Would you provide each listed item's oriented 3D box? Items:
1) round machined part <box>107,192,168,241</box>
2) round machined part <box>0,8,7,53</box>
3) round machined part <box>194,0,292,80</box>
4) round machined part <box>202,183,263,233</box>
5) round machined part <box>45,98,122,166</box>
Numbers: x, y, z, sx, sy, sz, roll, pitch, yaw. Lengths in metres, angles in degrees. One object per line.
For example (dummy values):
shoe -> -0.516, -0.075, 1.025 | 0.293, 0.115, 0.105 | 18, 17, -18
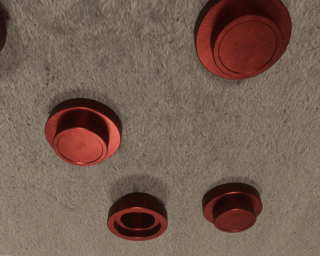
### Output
round machined part -> -0.037, 0.145, 0.519 | 0.099, 0.042, 0.097 | -1, 130, 0
round machined part -> -0.201, -0.107, 0.302 | 0.099, 0.042, 0.097 | -1, 130, 0
round machined part -> 0.086, -0.091, 0.320 | 0.099, 0.042, 0.097 | -1, 130, 0
round machined part -> 0.121, 0.138, 0.516 | 0.099, 0.042, 0.097 | -1, 130, 0
round machined part -> -0.100, 0.012, 0.405 | 0.099, 0.042, 0.097 | -1, 130, 0
